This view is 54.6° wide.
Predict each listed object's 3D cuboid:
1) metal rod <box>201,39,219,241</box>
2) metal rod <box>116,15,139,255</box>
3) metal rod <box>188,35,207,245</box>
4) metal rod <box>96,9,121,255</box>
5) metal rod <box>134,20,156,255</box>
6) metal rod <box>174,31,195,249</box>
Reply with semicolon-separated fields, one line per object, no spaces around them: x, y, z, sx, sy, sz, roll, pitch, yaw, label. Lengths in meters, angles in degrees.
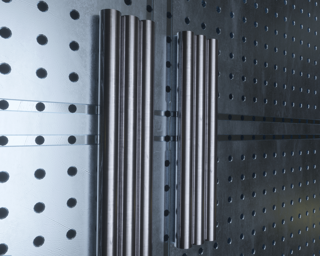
0.075;0.017;0.470;0.025;0.025;0.298;1;89;-40;metal rod
-0.039;0.017;0.375;0.025;0.025;0.298;1;89;-40;metal rod
0.054;0.017;0.452;0.025;0.025;0.298;1;89;-40;metal rod
-0.059;0.016;0.358;0.025;0.025;0.298;1;89;-40;metal rod
-0.020;0.017;0.391;0.025;0.025;0.298;1;89;-40;metal rod
0.035;0.016;0.436;0.025;0.025;0.298;1;89;-40;metal rod
